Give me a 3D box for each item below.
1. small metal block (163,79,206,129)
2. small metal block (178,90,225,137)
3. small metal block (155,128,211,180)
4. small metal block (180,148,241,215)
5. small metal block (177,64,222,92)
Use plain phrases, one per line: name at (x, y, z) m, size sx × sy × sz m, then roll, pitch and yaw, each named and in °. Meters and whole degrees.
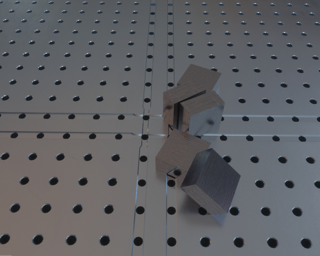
small metal block at (0.032, -0.032, 0.419) m, size 0.050 × 0.050 × 0.025 m, roll -25°, pitch 55°, yaw -20°
small metal block at (0.053, -0.016, 0.405) m, size 0.050 × 0.050 × 0.025 m, roll -21°, pitch 53°, yaw -17°
small metal block at (0.029, 0.034, 0.379) m, size 0.050 × 0.025 × 0.050 m, roll 22°, pitch 53°, yaw 17°
small metal block at (0.057, 0.059, 0.342) m, size 0.050 × 0.025 × 0.050 m, roll 43°, pitch 53°, yaw -16°
small metal block at (0.058, -0.065, 0.463) m, size 0.050 × 0.025 × 0.050 m, roll 21°, pitch 53°, yaw 17°
